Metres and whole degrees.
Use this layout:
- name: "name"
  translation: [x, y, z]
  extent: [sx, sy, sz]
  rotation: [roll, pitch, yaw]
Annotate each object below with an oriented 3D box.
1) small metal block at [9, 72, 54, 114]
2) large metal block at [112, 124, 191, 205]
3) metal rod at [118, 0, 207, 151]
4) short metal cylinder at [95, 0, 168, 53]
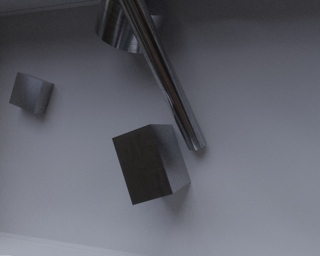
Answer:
- name: "small metal block"
  translation: [-0.199, -0.054, 0.479]
  extent: [0.050, 0.025, 0.050]
  rotation: [21, 97, 18]
- name: "large metal block"
  translation: [-0.007, 0.041, 0.383]
  extent: [0.050, 0.080, 0.080]
  rotation: [-20, 84, 19]
- name: "metal rod"
  translation: [-0.014, -0.102, 0.338]
  extent: [0.025, 0.025, 0.299]
  rotation: [-19, 114, 19]
- name: "short metal cylinder"
  translation: [-0.036, -0.137, 0.386]
  extent: [0.080, 0.081, 0.050]
  rotation: [37, 131, 16]
